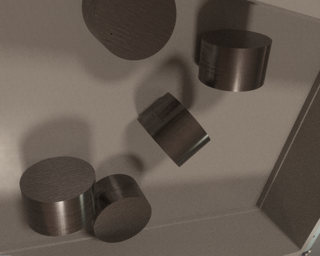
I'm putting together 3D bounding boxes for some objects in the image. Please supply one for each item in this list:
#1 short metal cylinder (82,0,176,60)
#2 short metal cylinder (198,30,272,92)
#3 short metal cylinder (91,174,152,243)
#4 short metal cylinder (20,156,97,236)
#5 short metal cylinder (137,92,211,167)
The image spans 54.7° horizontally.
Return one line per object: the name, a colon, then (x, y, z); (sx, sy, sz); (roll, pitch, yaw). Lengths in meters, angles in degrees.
short metal cylinder: (-0.031, -0.113, 0.306); (0.081, 0.050, 0.079); (-14, 125, -21)
short metal cylinder: (0.088, -0.083, 0.372); (0.081, 0.080, 0.050); (-13, 124, -21)
short metal cylinder: (-0.059, 0.111, 0.431); (0.081, 0.050, 0.079); (-14, 125, -21)
short metal cylinder: (-0.115, 0.076, 0.358); (0.081, 0.080, 0.050); (-9, 123, -24)
short metal cylinder: (0.017, 0.002, 0.385); (0.050, 0.080, 0.080); (-41, 130, 0)
